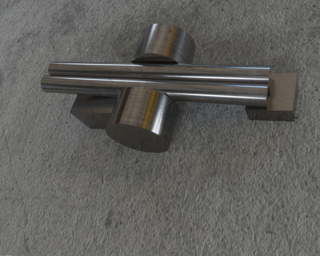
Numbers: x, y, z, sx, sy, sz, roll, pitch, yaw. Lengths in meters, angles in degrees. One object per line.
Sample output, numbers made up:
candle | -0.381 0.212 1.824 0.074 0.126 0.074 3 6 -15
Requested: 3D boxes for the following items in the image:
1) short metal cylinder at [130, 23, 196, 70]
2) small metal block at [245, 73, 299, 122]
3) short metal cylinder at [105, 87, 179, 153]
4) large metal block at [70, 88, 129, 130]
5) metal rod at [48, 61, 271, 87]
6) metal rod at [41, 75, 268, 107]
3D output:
short metal cylinder | 0.005 -0.096 0.426 0.080 0.080 0.050 2 63 29
small metal block | 0.131 -0.035 0.359 0.050 0.025 0.050 3 63 30
short metal cylinder | -0.021 -0.008 0.386 0.080 0.080 0.050 2 63 29
large metal block | -0.072 -0.044 0.454 0.080 0.050 0.080 2 63 29
metal rod | -0.017 -0.071 0.400 0.301 0.025 0.025 6 64 22
metal rod | -0.023 -0.049 0.390 0.301 0.025 0.025 6 64 22
